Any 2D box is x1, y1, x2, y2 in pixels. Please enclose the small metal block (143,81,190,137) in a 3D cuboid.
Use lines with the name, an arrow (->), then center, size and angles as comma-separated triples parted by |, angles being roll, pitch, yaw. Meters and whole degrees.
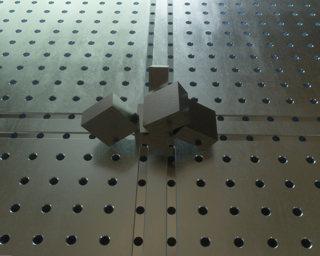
small metal block -> 0.007, -0.023, 0.380 | 0.050, 0.025, 0.050 | -23, 45, 24

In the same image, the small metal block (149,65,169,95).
small metal block -> -0.001, -0.061, 0.429 | 0.025, 0.050, 0.050 | 2, 14, 2

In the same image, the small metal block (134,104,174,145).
small metal block -> -0.006, -0.005, 0.413 | 0.050, 0.025, 0.050 | 2, 50, 2

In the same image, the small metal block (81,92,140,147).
small metal block -> -0.061, -0.009, 0.386 | 0.050, 0.050, 0.025 | -30, 41, 21

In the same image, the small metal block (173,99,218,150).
small metal block -> 0.045, -0.006, 0.399 | 0.050, 0.025, 0.050 | 23, 46, -21
